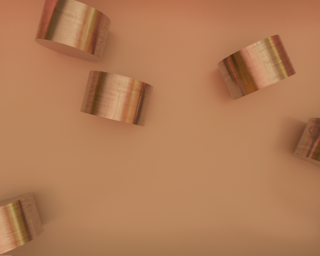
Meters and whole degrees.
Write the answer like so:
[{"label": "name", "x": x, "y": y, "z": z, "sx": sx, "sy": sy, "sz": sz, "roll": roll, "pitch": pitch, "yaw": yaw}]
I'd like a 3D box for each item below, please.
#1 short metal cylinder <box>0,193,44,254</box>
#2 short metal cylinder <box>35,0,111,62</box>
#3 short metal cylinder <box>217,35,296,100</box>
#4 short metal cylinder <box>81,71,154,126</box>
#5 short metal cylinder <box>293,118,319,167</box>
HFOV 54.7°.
[{"label": "short metal cylinder", "x": -0.192, "y": 0.118, "z": 0.382, "sx": 0.080, "sy": 0.080, "sz": 0.050, "roll": -17, "pitch": 90, "yaw": 0}, {"label": "short metal cylinder", "x": -0.106, "y": -0.119, "z": 0.383, "sx": 0.080, "sy": 0.080, "sz": 0.050, "roll": 15, "pitch": 90, "yaw": 0}, {"label": "short metal cylinder", "x": 0.119, "y": -0.073, "z": 0.385, "sx": 0.080, "sy": 0.080, "sz": 0.050, "roll": -24, "pitch": 90, "yaw": 0}, {"label": "short metal cylinder", "x": -0.053, "y": -0.035, "z": 0.383, "sx": 0.080, "sy": 0.080, "sz": 0.050, "roll": 13, "pitch": 90, "yaw": 0}, {"label": "short metal cylinder", "x": 0.216, "y": 0.026, "z": 0.385, "sx": 0.080, "sy": 0.080, "sz": 0.050, "roll": 23, "pitch": 90, "yaw": 0}]
